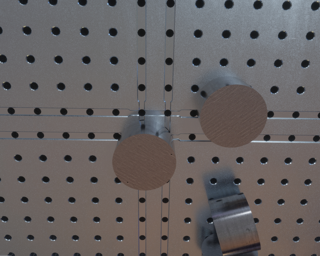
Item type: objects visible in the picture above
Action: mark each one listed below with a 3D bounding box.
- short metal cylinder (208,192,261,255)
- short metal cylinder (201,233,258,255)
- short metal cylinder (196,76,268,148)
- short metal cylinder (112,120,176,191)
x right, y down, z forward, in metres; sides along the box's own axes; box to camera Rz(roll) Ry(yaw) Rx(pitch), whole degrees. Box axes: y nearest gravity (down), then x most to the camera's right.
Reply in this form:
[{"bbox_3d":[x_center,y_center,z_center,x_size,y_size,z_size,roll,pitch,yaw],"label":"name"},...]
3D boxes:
[{"bbox_3d":[0.103,0.136,0.436,0.050,0.080,0.080,-16,110,5],"label":"short metal cylinder"},{"bbox_3d":[0.102,0.201,0.460,0.081,0.080,0.050,-2,110,0],"label":"short metal cylinder"},{"bbox_3d":[0.088,-0.022,0.393,0.081,0.050,0.079,0,110,-1],"label":"short metal cylinder"},{"bbox_3d":[-0.020,0.036,0.413,0.081,0.050,0.079,0,110,-1],"label":"short metal cylinder"}]
